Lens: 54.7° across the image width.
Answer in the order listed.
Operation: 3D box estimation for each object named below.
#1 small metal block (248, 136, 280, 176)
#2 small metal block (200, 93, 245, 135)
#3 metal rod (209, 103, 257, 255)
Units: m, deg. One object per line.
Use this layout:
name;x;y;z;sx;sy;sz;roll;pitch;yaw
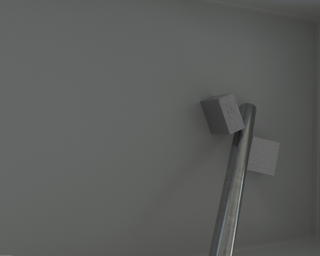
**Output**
small metal block;0.149;0.041;0.467;0.050;0.025;0.050;14;85;-20
small metal block;0.086;-0.019;0.430;0.025;0.050;0.050;-23;98;-19
metal rod;0.087;0.085;0.375;0.025;0.025;0.300;34;52;-17
